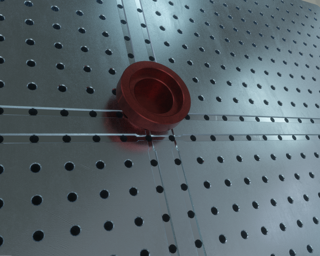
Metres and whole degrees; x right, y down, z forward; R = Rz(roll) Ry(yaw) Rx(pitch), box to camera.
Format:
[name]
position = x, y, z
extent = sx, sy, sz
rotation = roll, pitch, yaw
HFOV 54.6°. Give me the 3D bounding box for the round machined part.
[round machined part]
position = -0.012, -0.038, 0.413
extent = 0.099, 0.042, 0.098
rotation = 13, 56, -21
